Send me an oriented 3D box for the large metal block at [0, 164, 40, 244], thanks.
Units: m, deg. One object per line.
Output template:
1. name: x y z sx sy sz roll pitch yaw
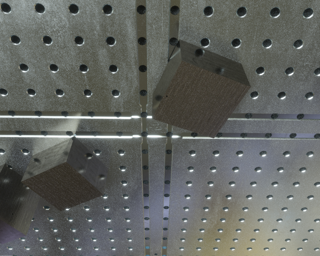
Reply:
1. large metal block: -0.238 0.116 0.472 0.050 0.080 0.080 -23 127 18

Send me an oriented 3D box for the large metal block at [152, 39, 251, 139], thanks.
1. large metal block: 0.043 -0.043 0.359 0.080 0.050 0.080 17 128 -15

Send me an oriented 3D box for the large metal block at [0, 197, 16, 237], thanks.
1. large metal block: -0.290 0.168 0.516 0.050 0.080 0.080 24 126 -19

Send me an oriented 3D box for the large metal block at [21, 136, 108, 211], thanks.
1. large metal block: -0.135 0.069 0.452 0.080 0.050 0.080 -24 126 19
